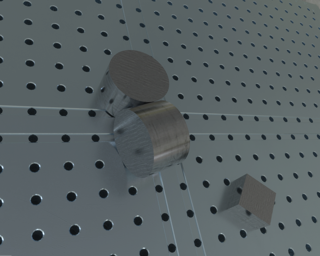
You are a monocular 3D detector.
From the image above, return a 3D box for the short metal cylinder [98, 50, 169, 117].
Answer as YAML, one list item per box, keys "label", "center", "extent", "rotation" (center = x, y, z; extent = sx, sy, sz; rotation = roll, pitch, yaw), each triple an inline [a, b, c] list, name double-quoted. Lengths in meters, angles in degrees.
- label: "short metal cylinder"
  center: [-0.035, -0.055, 0.406]
  extent: [0.081, 0.050, 0.080]
  rotation: [14, 56, -21]

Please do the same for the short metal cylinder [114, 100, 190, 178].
- label: "short metal cylinder"
  center: [-0.011, 0.012, 0.360]
  extent: [0.050, 0.080, 0.080]
  rotation: [-17, 71, -35]

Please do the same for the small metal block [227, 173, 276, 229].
- label: "small metal block"
  center: [0.123, 0.098, 0.415]
  extent: [0.050, 0.025, 0.050]
  rotation: [34, 51, -6]
